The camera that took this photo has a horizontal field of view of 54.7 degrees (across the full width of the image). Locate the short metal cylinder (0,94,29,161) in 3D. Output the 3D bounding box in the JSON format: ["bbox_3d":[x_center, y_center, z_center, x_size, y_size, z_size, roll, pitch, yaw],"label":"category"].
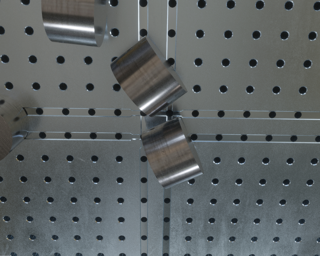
[{"bbox_3d":[-0.219,0.000,0.398,0.081,0.050,0.079,0,110,0],"label":"short metal cylinder"}]

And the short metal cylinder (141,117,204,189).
[{"bbox_3d":[0.017,0.031,0.396,0.050,0.080,0.080,-24,109,8],"label":"short metal cylinder"}]

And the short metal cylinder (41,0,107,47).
[{"bbox_3d":[-0.089,-0.131,0.335,0.050,0.080,0.079,6,110,-2],"label":"short metal cylinder"}]

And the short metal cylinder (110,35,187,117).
[{"bbox_3d":[-0.012,-0.060,0.362,0.050,0.080,0.080,-36,106,12],"label":"short metal cylinder"}]
